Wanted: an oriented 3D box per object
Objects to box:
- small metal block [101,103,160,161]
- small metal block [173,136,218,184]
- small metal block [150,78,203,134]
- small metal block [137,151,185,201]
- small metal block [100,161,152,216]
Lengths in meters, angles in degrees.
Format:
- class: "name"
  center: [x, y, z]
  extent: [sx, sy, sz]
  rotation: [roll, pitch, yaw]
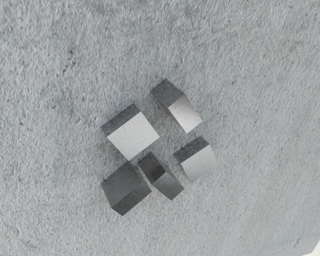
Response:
- class: "small metal block"
  center: [-0.037, 0.005, 0.390]
  extent: [0.050, 0.025, 0.050]
  rotation: [-38, 129, -3]
- class: "small metal block"
  center: [0.054, 0.048, 0.466]
  extent: [0.050, 0.025, 0.050]
  rotation: [-33, 129, -7]
- class: "small metal block"
  center: [0.020, -0.028, 0.384]
  extent: [0.025, 0.050, 0.050]
  rotation: [-40, 130, -1]
- class: "small metal block"
  center: [0.001, 0.067, 0.432]
  extent: [0.025, 0.050, 0.050]
  rotation: [-42, 130, 1]
- class: "small metal block"
  center: [-0.046, 0.079, 0.415]
  extent: [0.050, 0.050, 0.025]
  rotation: [-40, 129, -1]
